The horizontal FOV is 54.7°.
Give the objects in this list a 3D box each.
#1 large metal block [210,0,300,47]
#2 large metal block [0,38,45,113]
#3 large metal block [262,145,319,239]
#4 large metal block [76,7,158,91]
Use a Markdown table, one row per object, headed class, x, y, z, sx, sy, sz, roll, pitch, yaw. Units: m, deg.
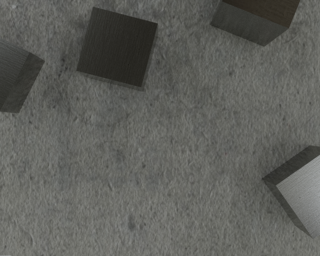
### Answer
| class | x | y | z | sx | sy | sz | roll | pitch | yaw |
| --- | --- | --- | --- | --- | --- | --- | --- | --- | --- |
| large metal block | 0.115 | -0.149 | 0.384 | 0.080 | 0.080 | 0.050 | 22 | 90 | -1 |
| large metal block | -0.210 | -0.073 | 0.395 | 0.080 | 0.050 | 0.080 | 26 | 90 | -1 |
| large metal block | 0.196 | 0.079 | 0.400 | 0.080 | 0.050 | 0.080 | -35 | 90 | 0 |
| large metal block | -0.052 | -0.097 | 0.397 | 0.080 | 0.050 | 0.080 | 14 | 90 | -1 |
